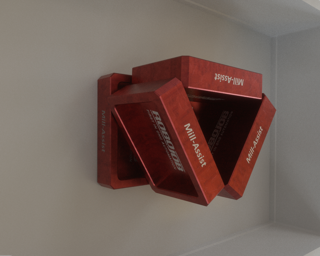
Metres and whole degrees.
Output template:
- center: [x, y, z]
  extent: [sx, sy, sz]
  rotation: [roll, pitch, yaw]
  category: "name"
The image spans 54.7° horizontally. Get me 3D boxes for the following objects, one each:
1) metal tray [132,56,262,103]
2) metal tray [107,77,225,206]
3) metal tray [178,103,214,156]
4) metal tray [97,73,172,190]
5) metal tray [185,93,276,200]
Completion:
- center: [0.044, -0.051, 0.359]
  extent: [0.131, 0.090, 0.030]
  rotation: [2, 89, -40]
  category: "metal tray"
- center: [0.005, 0.016, 0.327]
  extent: [0.030, 0.090, 0.129]
  rotation: [-38, 114, -33]
  category: "metal tray"
- center: [0.042, 0.006, 0.437]
  extent: [0.091, 0.030, 0.129]
  rotation: [2, 88, -40]
  category: "metal tray"
- center: [-0.029, 0.004, 0.378]
  extent: [0.091, 0.030, 0.129]
  rotation: [1, 89, -40]
  category: "metal tray"
- center: [0.079, 0.018, 0.388]
  extent: [0.030, 0.090, 0.130]
  rotation: [43, 64, -32]
  category: "metal tray"
